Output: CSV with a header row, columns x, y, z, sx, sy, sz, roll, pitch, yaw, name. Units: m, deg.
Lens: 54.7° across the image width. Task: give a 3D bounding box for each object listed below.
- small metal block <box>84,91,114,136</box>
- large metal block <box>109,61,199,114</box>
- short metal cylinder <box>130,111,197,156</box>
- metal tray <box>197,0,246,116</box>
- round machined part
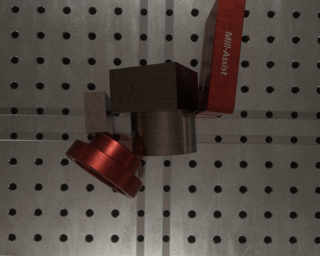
x,y,z,sx,sy,sz,roll,pitch,yaw,name
-0.077,-0.016,0.397,0.025,0.050,0.050,-5,83,0,small metal block
-0.004,-0.044,0.373,0.080,0.080,0.050,-2,90,23,large metal block
0.005,0.006,0.386,0.081,0.080,0.050,-3,90,-1,short metal cylinder
0.072,-0.082,0.381,0.030,0.090,0.129,6,90,-1,metal tray
-0.062,0.043,0.379,0.098,0.098,0.042,34,72,-1,round machined part
